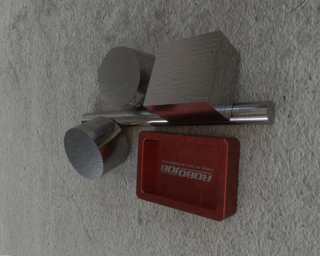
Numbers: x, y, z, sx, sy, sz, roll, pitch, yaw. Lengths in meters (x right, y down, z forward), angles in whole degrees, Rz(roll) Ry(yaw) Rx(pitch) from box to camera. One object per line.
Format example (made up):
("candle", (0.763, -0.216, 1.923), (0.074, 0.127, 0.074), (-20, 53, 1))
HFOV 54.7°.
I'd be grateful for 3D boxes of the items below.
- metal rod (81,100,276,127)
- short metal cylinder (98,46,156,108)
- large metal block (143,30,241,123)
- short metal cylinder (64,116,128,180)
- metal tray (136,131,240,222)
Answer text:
("metal rod", (-0.002, -0.014, 0.410), (0.300, 0.025, 0.025), (-1, 90, 40))
("short metal cylinder", (-0.039, -0.066, 0.422), (0.080, 0.050, 0.080), (0, 89, 40))
("large metal block", (0.036, -0.053, 0.344), (0.080, 0.050, 0.080), (-1, 68, 40))
("short metal cylinder", (-0.093, 0.028, 0.451), (0.080, 0.050, 0.079), (18, 121, 32))
("metal tray", (0.029, 0.052, 0.378), (0.130, 0.030, 0.089), (5, 93, 39))
